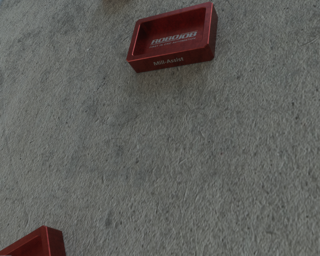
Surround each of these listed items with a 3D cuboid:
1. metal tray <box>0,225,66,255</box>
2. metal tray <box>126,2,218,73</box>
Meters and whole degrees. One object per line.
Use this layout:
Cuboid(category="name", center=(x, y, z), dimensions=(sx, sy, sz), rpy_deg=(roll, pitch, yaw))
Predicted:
Cuboid(category="metal tray", center=(-0.174, 0.190, 0.375), dimensions=(0.130, 0.030, 0.090), rpy_deg=(-32, 52, 7))
Cuboid(category="metal tray", center=(0.019, -0.137, 0.474), dimensions=(0.130, 0.030, 0.090), rpy_deg=(-4, 60, 26))
